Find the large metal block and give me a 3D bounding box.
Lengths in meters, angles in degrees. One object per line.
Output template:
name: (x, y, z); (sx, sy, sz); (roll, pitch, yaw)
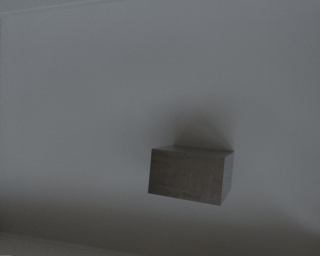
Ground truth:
large metal block: (0.040, 0.051, 0.367); (0.080, 0.080, 0.050); (6, 92, 20)
